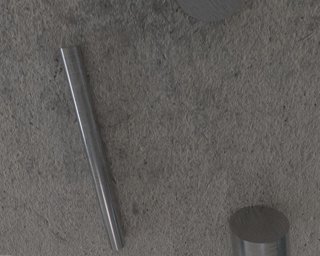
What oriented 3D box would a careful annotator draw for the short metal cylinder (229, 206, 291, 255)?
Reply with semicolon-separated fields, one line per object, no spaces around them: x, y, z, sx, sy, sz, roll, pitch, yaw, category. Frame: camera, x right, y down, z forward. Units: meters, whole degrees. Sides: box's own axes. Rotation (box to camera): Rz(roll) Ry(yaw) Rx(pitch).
0.141;0.155;0.439;0.080;0.080;0.050;-9;110;3;short metal cylinder

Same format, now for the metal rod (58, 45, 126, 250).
-0.087;0.041;0.423;0.025;0.025;0.298;-8;110;3;metal rod

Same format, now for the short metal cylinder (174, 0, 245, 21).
0.053;-0.159;0.338;0.081;0.050;0.079;0;110;0;short metal cylinder
